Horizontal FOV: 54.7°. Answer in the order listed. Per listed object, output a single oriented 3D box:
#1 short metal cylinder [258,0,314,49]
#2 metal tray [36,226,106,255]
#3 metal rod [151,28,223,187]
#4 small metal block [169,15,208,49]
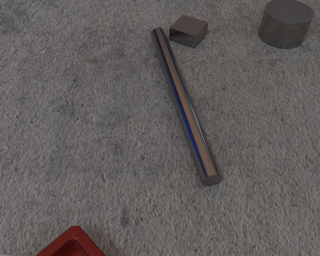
[{"bbox_3d":[0.219,-0.183,0.544,0.081,0.050,0.080,0,50,0],"label":"short metal cylinder"},{"bbox_3d":[-0.068,0.161,0.263,0.130,0.030,0.091,37,59,27],"label":"metal tray"},{"bbox_3d":[0.028,-0.052,0.447,0.025,0.025,0.300,-9,51,-8],"label":"metal rod"},{"bbox_3d":[0.051,-0.171,0.548,0.050,0.025,0.050,24,54,18],"label":"small metal block"}]
